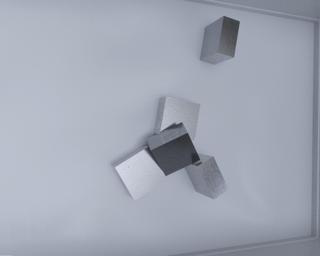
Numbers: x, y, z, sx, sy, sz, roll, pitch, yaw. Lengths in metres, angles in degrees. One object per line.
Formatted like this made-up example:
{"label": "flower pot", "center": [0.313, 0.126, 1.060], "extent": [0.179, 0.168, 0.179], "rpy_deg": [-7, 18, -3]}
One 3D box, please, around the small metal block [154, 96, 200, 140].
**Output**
{"label": "small metal block", "center": [0.023, -0.012, 0.420], "extent": [0.050, 0.025, 0.050], "rpy_deg": [11, 86, -20]}

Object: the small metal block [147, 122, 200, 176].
{"label": "small metal block", "center": [0.018, 0.028, 0.400], "extent": [0.050, 0.025, 0.050], "rpy_deg": [-26, 125, 2]}

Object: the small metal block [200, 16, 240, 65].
{"label": "small metal block", "center": [0.082, -0.120, 0.429], "extent": [0.025, 0.050, 0.050], "rpy_deg": [11, 86, -20]}

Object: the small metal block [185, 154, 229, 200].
{"label": "small metal block", "center": [0.060, 0.064, 0.421], "extent": [0.025, 0.050, 0.050], "rpy_deg": [-29, 100, -18]}

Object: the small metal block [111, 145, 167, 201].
{"label": "small metal block", "center": [-0.027, 0.057, 0.402], "extent": [0.050, 0.025, 0.050], "rpy_deg": [-31, 101, -17]}
